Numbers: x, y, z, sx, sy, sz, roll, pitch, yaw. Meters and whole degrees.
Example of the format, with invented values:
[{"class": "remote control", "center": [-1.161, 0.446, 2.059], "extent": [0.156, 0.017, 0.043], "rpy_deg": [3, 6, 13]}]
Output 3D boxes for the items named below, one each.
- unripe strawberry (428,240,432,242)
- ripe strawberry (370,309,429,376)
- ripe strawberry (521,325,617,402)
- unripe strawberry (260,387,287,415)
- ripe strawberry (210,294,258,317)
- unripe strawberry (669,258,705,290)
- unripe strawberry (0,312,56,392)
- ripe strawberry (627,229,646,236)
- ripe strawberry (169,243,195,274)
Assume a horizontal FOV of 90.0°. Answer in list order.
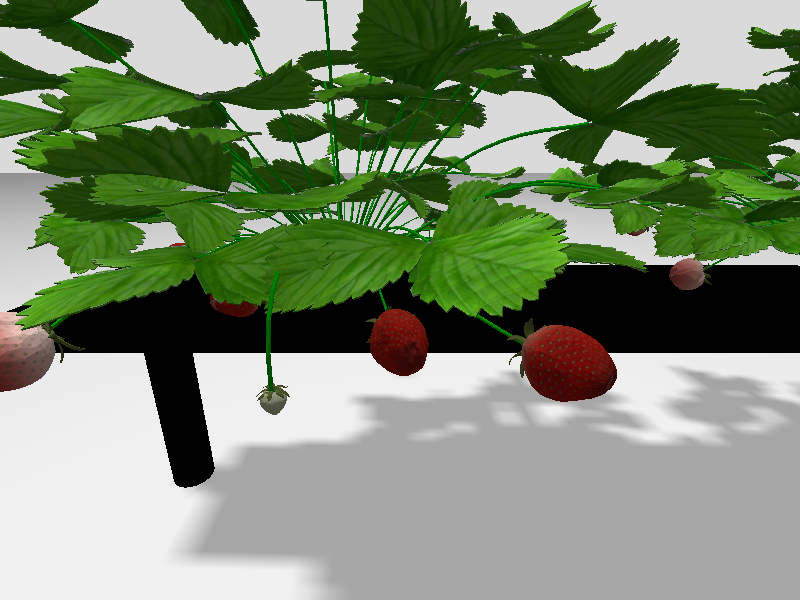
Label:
[{"class": "unripe strawberry", "center": [0.038, -0.078, 0.528], "extent": [0.009, 0.010, 0.010], "rpy_deg": [10, 22, 25]}, {"class": "ripe strawberry", "center": [0.000, 0.023, 0.204], "extent": [0.031, 0.035, 0.033], "rpy_deg": [-6, 22, -16]}, {"class": "ripe strawberry", "center": [0.078, 0.029, 0.185], "extent": [0.040, 0.034, 0.040], "rpy_deg": [-13, 24, -32]}, {"class": "unripe strawberry", "center": [-0.056, 0.046, 0.179], "extent": [0.011, 0.012, 0.012], "rpy_deg": [1, 19, 2]}, {"class": "ripe strawberry", "center": [-0.117, -0.001, 0.281], "extent": [0.033, 0.030, 0.030], "rpy_deg": [15, 25, 36]}, {"class": "unripe strawberry", "center": [0.245, -0.022, 0.344], "extent": [0.026, 0.027, 0.024], "rpy_deg": [-5, 20, -5]}, {"class": "unripe strawberry", "center": [-0.194, 0.026, 0.193], "extent": [0.041, 0.036, 0.041], "rpy_deg": [15, 33, 37]}, {"class": "ripe strawberry", "center": [0.341, -0.113, 0.586], "extent": [0.044, 0.039, 0.040], "rpy_deg": [-5, 7, -13]}, {"class": "ripe strawberry", "center": [-0.213, -0.037, 0.384], "extent": [0.034, 0.034, 0.032], "rpy_deg": [-16, 16, 14]}]
